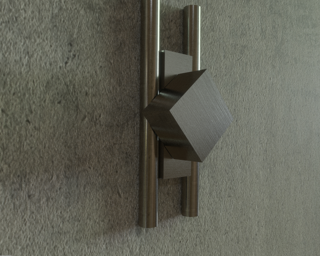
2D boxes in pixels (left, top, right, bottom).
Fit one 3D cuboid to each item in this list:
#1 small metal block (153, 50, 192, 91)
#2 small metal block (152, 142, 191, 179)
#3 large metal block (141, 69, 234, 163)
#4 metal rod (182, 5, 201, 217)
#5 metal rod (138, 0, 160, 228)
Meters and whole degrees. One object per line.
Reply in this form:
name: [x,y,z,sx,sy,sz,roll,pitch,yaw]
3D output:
small metal block: [0.017,-0.075,0.421,0.050,0.025,0.050,1,90,-40]
small metal block: [0.016,0.041,0.420,0.050,0.025,0.050,1,90,-40]
large metal block: [0.037,-0.015,0.388,0.080,0.050,0.080,-49,119,-29]
metal rod: [0.045,-0.024,0.447,0.025,0.025,0.298,1,90,-40]
metal rod: [-0.013,-0.025,0.397,0.025,0.025,0.298,1,90,-40]
